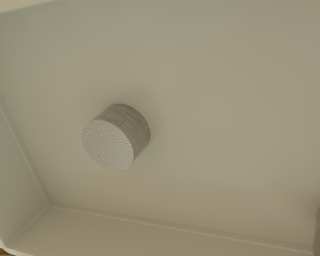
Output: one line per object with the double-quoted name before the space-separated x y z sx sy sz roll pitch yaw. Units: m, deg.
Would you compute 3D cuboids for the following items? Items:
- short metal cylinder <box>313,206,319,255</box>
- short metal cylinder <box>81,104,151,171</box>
"short metal cylinder" 0.213 0.122 0.337 0.080 0.080 0.050 5 121 25
"short metal cylinder" -0.060 0.013 0.431 0.080 0.050 0.079 13 124 20
